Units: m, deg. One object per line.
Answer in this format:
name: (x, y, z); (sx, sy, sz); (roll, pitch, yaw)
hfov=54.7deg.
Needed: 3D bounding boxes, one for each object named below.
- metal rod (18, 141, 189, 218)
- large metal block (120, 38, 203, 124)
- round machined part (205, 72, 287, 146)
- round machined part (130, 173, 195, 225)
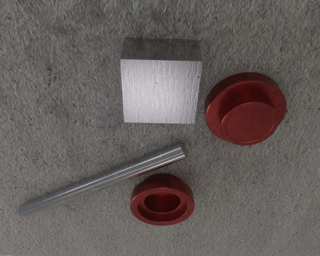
metal rod: (-0.098, 0.085, 0.478); (0.300, 0.025, 0.025); (-23, 127, 18)
large metal block: (0.001, -0.052, 0.347); (0.081, 0.050, 0.079); (1, 130, -1)
round machined part: (0.107, -0.016, 0.384); (0.099, 0.042, 0.097); (0, 130, 0)
round machined part: (0.004, 0.109, 0.489); (0.099, 0.042, 0.097); (0, 130, 0)
